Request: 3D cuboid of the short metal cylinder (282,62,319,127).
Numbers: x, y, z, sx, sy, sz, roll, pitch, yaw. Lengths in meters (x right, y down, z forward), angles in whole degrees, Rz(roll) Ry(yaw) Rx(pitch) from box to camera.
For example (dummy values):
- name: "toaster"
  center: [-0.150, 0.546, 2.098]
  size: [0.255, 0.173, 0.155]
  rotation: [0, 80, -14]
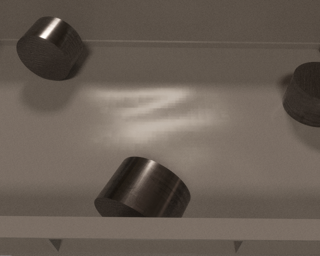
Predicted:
- name: "short metal cylinder"
  center: [0.220, -0.047, 0.431]
  size: [0.081, 0.050, 0.080]
  rotation: [0, 50, 0]

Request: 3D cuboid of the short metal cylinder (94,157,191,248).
- name: "short metal cylinder"
  center: [-0.017, 0.074, 0.307]
  size: [0.080, 0.080, 0.050]
  rotation: [22, 53, 17]

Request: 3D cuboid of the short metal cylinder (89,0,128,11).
- name: "short metal cylinder"
  center: [-0.107, -0.280, 0.625]
  size: [0.081, 0.050, 0.080]
  rotation: [0, 50, 0]

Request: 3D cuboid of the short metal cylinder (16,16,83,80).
- name: "short metal cylinder"
  center: [-0.164, -0.119, 0.467]
  size: [0.080, 0.080, 0.050]
  rotation: [10, 51, 8]
